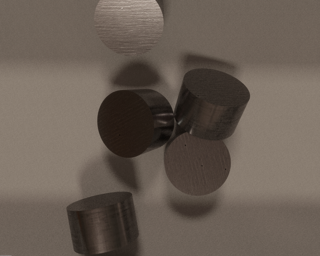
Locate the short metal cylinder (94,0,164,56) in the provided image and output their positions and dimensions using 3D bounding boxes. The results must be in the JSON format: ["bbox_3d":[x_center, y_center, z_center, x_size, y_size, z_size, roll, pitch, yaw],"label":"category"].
[{"bbox_3d":[-0.036,-0.136,0.380,0.081,0.050,0.079,0,125,0],"label":"short metal cylinder"}]

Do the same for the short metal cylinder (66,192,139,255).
[{"bbox_3d":[-0.070,0.114,0.383,0.080,0.080,0.050,-10,90,0],"label":"short metal cylinder"}]

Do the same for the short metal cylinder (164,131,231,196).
[{"bbox_3d":[0.046,0.042,0.400,0.081,0.050,0.079,0,90,-1],"label":"short metal cylinder"}]

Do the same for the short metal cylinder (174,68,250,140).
[{"bbox_3d":[0.062,-0.030,0.378,0.080,0.080,0.050,14,129,-1],"label":"short metal cylinder"}]

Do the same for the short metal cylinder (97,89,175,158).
[{"bbox_3d":[-0.029,-0.008,0.382,0.080,0.050,0.079,5,100,28],"label":"short metal cylinder"}]
